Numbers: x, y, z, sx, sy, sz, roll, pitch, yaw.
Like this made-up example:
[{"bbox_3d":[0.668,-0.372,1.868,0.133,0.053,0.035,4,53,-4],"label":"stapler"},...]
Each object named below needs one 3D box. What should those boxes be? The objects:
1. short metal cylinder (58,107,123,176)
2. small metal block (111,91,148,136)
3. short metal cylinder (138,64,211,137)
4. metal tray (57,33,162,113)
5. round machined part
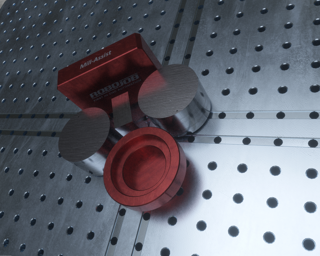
[{"bbox_3d":[-0.089,0.019,0.422,0.080,0.050,0.080,-13,56,21],"label":"short metal cylinder"},{"bbox_3d":[-0.039,-0.012,0.414,0.025,0.050,0.050,-23,53,15],"label":"small metal block"},{"bbox_3d":[0.019,-0.035,0.399,0.080,0.050,0.080,-13,56,21],"label":"short metal cylinder"},{"bbox_3d":[-0.065,-0.068,0.436,0.130,0.090,0.030,-22,54,16],"label":"metal tray"},{"bbox_3d":[-0.014,0.051,0.368,0.098,0.042,0.098,-13,56,21],"label":"round machined part"}]
